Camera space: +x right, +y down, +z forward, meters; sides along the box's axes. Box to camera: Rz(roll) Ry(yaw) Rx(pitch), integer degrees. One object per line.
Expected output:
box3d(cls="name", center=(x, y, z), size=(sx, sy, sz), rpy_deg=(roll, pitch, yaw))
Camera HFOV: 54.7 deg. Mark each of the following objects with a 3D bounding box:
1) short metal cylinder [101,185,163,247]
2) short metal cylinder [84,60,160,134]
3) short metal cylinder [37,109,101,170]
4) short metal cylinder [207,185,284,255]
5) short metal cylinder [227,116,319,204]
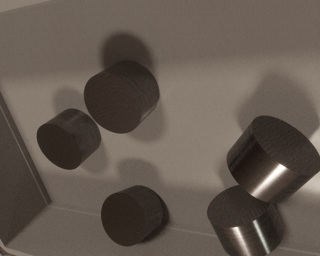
box3d(cls="short metal cylinder", center=(-0.043, 0.133, 0.477), size=(0.080, 0.050, 0.079), rpy_deg=(2, 94, 29))
box3d(cls="short metal cylinder", center=(-0.048, -0.040, 0.392), size=(0.080, 0.050, 0.079), rpy_deg=(13, 124, 20))
box3d(cls="short metal cylinder", center=(-0.138, 0.017, 0.474), size=(0.080, 0.050, 0.079), rpy_deg=(13, 124, 20))
box3d(cls="short metal cylinder", center=(0.106, 0.115, 0.387), size=(0.080, 0.080, 0.050), rpy_deg=(-14, 111, 33))
box3d(cls="short metal cylinder", center=(0.119, 0.032, 0.330), size=(0.080, 0.080, 0.050), rpy_deg=(33, 129, 6))
